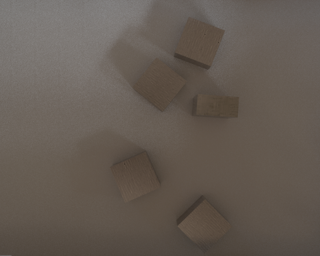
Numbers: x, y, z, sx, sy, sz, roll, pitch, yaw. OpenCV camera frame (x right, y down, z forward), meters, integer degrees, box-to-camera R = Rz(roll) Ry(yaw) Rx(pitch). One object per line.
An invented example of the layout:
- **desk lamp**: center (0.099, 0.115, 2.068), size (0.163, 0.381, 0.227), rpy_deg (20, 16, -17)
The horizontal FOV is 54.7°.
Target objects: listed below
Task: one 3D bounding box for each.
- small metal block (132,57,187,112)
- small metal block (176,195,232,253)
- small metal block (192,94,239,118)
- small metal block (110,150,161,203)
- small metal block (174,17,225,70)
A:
- **small metal block**: center (0.000, -0.056, 0.411), size (0.050, 0.025, 0.050), rpy_deg (39, 90, -1)
- **small metal block**: center (0.058, 0.127, 0.412), size (0.050, 0.025, 0.050), rpy_deg (-44, 91, 0)
- **small metal block**: center (0.070, -0.027, 0.400), size (0.050, 0.050, 0.025), rpy_deg (4, 90, -1)
- **small metal block**: center (-0.032, 0.063, 0.411), size (0.050, 0.025, 0.050), rpy_deg (-24, 90, -1)
- **small metal block**: center (0.052, -0.112, 0.412), size (0.050, 0.025, 0.050), rpy_deg (21, 90, -1)
